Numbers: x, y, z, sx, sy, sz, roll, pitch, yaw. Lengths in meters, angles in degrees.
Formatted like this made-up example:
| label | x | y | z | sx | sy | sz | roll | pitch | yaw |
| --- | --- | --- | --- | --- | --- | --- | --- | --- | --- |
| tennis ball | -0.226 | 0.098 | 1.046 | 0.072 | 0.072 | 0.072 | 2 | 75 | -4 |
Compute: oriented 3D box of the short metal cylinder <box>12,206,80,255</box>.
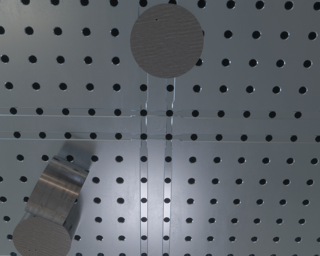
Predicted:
| label | x | y | z | sx | sy | sz | roll | pitch | yaw |
| --- | --- | --- | --- | --- | --- | --- | --- | --- | --- |
| short metal cylinder | -0.164 | 0.148 | 0.453 | 0.081 | 0.050 | 0.079 | 0 | 110 | 0 |

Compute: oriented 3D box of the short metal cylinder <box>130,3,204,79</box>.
| label | x | y | z | sx | sy | sz | roll | pitch | yaw |
| --- | --- | --- | --- | --- | --- | --- | --- | --- | --- |
| short metal cylinder | 0.008 | -0.102 | 0.362 | 0.081 | 0.050 | 0.079 | 0 | 110 | 0 |

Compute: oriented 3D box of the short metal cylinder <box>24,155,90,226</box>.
| label | x | y | z | sx | sy | sz | roll | pitch | yaw |
| --- | --- | --- | --- | --- | --- | --- | --- | --- | --- |
| short metal cylinder | -0.136 | 0.083 | 0.413 | 0.050 | 0.080 | 0.080 | 27 | 108 | -10 |
